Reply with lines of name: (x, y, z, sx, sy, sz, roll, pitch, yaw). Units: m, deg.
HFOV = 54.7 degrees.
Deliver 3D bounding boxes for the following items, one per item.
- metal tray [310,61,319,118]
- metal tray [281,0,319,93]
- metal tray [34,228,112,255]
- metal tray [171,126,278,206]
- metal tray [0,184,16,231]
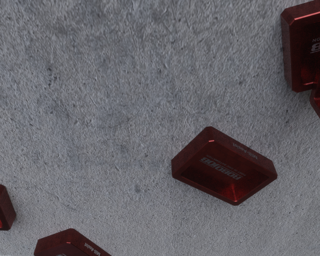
metal tray: (0.181, -0.052, 0.281, 0.030, 0.090, 0.129, -4, 130, 3)
metal tray: (0.200, -0.095, 0.324, 0.130, 0.030, 0.090, -13, 129, 11)
metal tray: (-0.171, 0.255, 0.619, 0.090, 0.030, 0.130, -24, 127, 19)
metal tray: (0.093, 0.060, 0.455, 0.131, 0.030, 0.090, 28, 125, -22)
metal tray: (-0.318, 0.130, 0.511, 0.131, 0.030, 0.089, 3, 130, -3)
